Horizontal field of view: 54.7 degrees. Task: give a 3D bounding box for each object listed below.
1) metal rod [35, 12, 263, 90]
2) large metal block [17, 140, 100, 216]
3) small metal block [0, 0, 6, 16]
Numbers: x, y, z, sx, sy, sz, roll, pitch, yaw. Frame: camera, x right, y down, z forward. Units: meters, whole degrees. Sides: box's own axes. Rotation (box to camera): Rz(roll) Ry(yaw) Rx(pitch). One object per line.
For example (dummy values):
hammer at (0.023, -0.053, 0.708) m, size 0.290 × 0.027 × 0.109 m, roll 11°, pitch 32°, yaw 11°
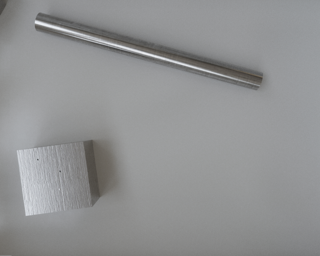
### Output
metal rod at (-0.014, -0.101, 0.411) m, size 0.302 × 0.025 × 0.025 m, roll 15°, pitch 90°, yaw -1°
large metal block at (-0.127, 0.061, 0.397) m, size 0.081 × 0.050 × 0.080 m, roll -8°, pitch 90°, yaw -1°
small metal block at (-0.232, -0.152, 0.396) m, size 0.025 × 0.050 × 0.050 m, roll 29°, pitch 90°, yaw 0°
